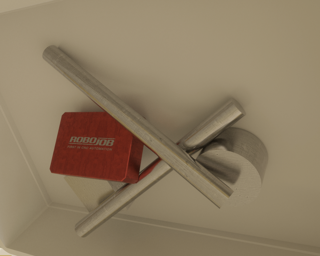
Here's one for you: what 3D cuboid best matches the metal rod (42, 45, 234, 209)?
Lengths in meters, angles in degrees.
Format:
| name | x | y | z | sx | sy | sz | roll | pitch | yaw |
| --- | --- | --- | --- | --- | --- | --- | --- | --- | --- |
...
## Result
| name | x | y | z | sx | sy | sz | roll | pitch | yaw |
| --- | --- | --- | --- | --- | --- | --- | --- | --- | --- |
| metal rod | -0.039 | -0.012 | 0.380 | 0.300 | 0.025 | 0.025 | 39 | 130 | 17 |

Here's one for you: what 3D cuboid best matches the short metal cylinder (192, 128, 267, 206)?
| name | x | y | z | sx | sy | sz | roll | pitch | yaw |
| --- | --- | --- | --- | --- | --- | --- | --- | --- | --- |
| short metal cylinder | 0.085 | 0.047 | 0.373 | 0.080 | 0.050 | 0.079 | 13 | 124 | 20 |

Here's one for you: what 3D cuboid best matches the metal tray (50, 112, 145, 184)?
| name | x | y | z | sx | sy | sz | roll | pitch | yaw |
| --- | --- | --- | --- | --- | --- | --- | --- | --- | --- |
| metal tray | -0.086 | 0.024 | 0.426 | 0.130 | 0.030 | 0.090 | 1 | 75 | 29 |

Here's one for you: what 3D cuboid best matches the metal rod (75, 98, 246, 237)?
| name | x | y | z | sx | sy | sz | roll | pitch | yaw |
| --- | --- | --- | --- | --- | --- | --- | --- | --- | --- |
| metal rod | -0.015 | 0.065 | 0.406 | 0.299 | 0.025 | 0.025 | -41 | 95 | 25 |

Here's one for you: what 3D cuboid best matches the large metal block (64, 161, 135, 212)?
| name | x | y | z | sx | sy | sz | roll | pitch | yaw |
| --- | --- | --- | --- | --- | --- | --- | --- | --- | --- |
| large metal block | -0.088 | 0.086 | 0.484 | 0.080 | 0.050 | 0.080 | -21 | 108 | 35 |
